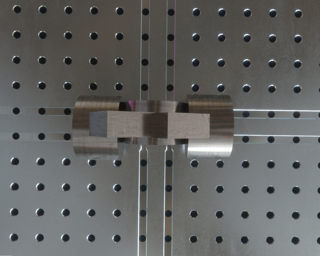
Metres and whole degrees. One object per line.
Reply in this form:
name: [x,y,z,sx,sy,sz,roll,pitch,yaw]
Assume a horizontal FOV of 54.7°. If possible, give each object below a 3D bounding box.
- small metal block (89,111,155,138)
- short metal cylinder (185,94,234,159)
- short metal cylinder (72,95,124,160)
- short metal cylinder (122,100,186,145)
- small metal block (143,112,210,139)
small metal block: [-0.040,-0.004,0.319,0.050,0.050,0.025,1,90,-32]
short metal cylinder: [0.058,-0.002,0.385,0.050,0.080,0.079,1,90,1]
short metal cylinder: [-0.073,0.000,0.385,0.050,0.080,0.079,1,90,0]
short metal cylinder: [-0.007,-0.006,0.385,0.081,0.080,0.050,1,90,0]
small metal block: [0.016,-0.002,0.324,0.050,0.050,0.025,1,90,-31]
